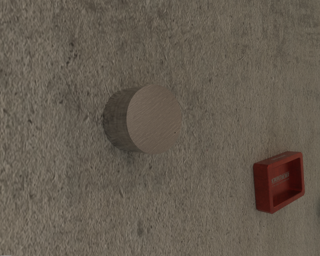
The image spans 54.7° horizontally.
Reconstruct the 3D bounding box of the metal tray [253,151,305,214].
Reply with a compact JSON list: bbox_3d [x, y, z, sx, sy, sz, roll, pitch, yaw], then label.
[{"bbox_3d":[0.232,0.100,0.595,0.131,0.030,0.089,-10,97,-40],"label":"metal tray"}]

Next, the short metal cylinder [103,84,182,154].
[{"bbox_3d":[-0.021,-0.010,0.371,0.081,0.050,0.079,0,90,-40],"label":"short metal cylinder"}]
